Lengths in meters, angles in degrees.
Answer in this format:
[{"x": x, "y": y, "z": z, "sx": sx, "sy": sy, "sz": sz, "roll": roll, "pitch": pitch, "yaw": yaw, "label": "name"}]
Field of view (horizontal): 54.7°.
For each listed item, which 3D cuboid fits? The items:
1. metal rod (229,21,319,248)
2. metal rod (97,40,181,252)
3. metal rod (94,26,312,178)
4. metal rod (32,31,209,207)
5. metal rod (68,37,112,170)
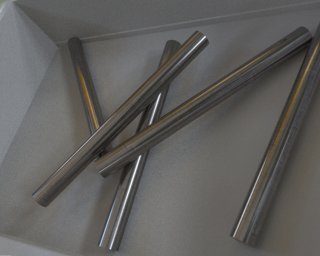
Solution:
[{"x": 0.147, "y": -0.017, "z": 0.338, "sx": 0.025, "sy": 0.025, "sz": 0.300, "roll": 17, "pitch": 70, "yaw": 35, "label": "metal rod"}, {"x": -0.019, "y": 0.006, "z": 0.412, "sx": 0.025, "sy": 0.025, "sz": 0.300, "roll": 3, "pitch": 63, "yaw": 29, "label": "metal rod"}, {"x": 0.053, "y": -0.032, "z": 0.378, "sx": 0.301, "sy": 0.025, "sz": 0.025, "roll": -33, "pitch": 51, "yaw": -2, "label": "metal rod"}, {"x": -0.048, "y": -0.014, "z": 0.406, "sx": 0.300, "sy": 0.025, "sz": 0.025, "roll": -45, "pitch": 51, "yaw": -4, "label": "metal rod"}, {"x": -0.116, "y": -0.054, "z": 0.499, "sx": 0.025, "sy": 0.025, "sz": 0.300, "roll": -31, "pitch": 52, "yaw": 9, "label": "metal rod"}]
